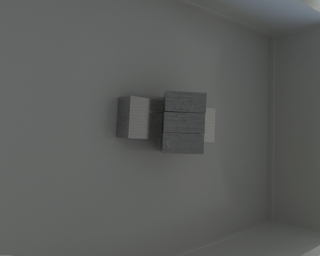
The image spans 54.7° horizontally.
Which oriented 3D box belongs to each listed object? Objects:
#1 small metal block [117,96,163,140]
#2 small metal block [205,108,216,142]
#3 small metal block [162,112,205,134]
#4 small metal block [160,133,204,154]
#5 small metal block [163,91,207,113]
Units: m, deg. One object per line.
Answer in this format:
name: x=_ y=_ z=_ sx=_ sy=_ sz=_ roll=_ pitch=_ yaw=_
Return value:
small metal block: x=-0.025 y=-0.012 z=0.386 sx=0.050 sy=0.025 sz=0.050 roll=5 pitch=87 yaw=-40
small metal block: x=0.054 y=-0.005 z=0.453 sx=0.050 sy=0.025 sz=0.050 roll=4 pitch=88 yaw=-40
small metal block: x=0.028 y=-0.006 z=0.401 sx=0.050 sy=0.050 sz=0.025 roll=2 pitch=88 yaw=-4
small metal block: x=0.027 y=0.020 z=0.400 sx=0.050 sy=0.050 sz=0.025 roll=2 pitch=88 yaw=-4
small metal block: x=0.030 y=-0.031 z=0.402 sx=0.050 sy=0.050 sz=0.025 roll=3 pitch=88 yaw=-4
